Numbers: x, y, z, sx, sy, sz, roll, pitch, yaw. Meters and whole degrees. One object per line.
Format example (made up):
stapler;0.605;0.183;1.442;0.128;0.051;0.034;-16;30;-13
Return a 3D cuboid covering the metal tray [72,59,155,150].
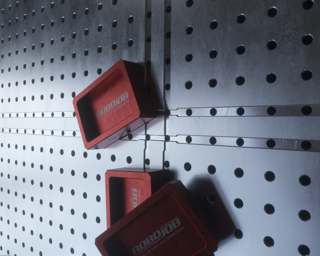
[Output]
metal tray;-0.074;-0.031;0.464;0.130;0.030;0.090;-29;72;35

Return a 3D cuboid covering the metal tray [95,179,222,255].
metal tray;-0.005;0.135;0.373;0.130;0.030;0.090;-40;77;14

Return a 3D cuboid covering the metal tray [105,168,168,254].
metal tray;-0.034;0.123;0.431;0.090;0.030;0.129;-4;88;39
